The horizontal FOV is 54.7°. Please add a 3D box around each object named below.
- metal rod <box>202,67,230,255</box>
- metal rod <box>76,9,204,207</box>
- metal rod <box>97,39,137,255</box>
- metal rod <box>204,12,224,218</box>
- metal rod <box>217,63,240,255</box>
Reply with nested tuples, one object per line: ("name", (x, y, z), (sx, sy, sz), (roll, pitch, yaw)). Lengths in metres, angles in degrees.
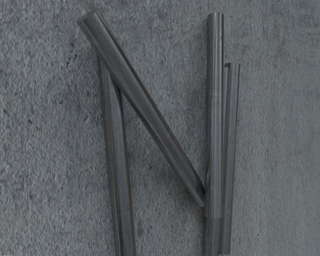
("metal rod", (0.086, 0.056, 0.476), (0.025, 0.025, 0.298), (7, 86, -40))
("metal rod", (-0.003, -0.001, 0.379), (0.025, 0.025, 0.299), (-51, 127, -28))
("metal rod", (-0.049, 0.047, 0.363), (0.025, 0.025, 0.298), (-8, 95, -40))
("metal rod", (0.080, -0.025, 0.451), (0.025, 0.025, 0.299), (10, 77, -40))
("metal rod", (0.107, 0.046, 0.494), (0.025, 0.025, 0.298), (6, 86, -40))
